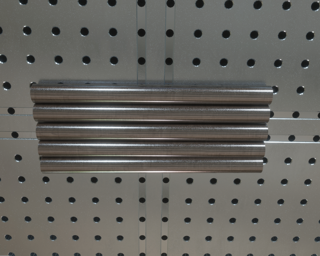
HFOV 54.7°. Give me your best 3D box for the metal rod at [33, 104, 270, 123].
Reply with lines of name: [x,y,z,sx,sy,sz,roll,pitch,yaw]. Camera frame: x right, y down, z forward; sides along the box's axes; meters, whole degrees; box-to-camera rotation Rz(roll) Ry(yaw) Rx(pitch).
metal rod: [-0.010,-0.020,0.406,0.302,0.025,0.025,0,110,-1]

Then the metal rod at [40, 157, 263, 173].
metal rod: [-0.010,0.050,0.432,0.302,0.025,0.025,0,110,-1]

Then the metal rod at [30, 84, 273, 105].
metal rod: [-0.009,-0.043,0.397,0.302,0.025,0.025,0,110,-1]

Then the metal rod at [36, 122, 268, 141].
metal rod: [-0.010,0.005,0.415,0.302,0.025,0.025,0,110,-1]

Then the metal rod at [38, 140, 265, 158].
metal rod: [-0.010,0.028,0.423,0.302,0.025,0.025,0,110,-1]
